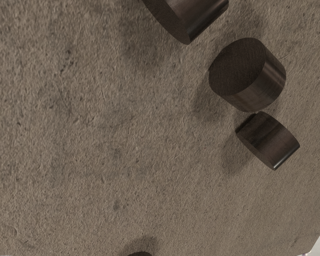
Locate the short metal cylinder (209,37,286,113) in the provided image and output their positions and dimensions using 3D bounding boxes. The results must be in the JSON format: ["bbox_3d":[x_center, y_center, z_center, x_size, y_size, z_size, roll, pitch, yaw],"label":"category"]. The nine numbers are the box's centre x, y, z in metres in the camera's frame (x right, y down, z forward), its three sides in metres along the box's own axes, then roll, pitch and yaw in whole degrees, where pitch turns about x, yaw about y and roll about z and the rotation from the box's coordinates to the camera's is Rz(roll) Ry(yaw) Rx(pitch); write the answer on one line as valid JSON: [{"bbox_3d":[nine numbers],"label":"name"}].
[{"bbox_3d":[0.109,-0.066,0.392,0.050,0.080,0.080,28,103,-38],"label":"short metal cylinder"}]

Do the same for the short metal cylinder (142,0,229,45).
[{"bbox_3d":[0.021,-0.129,0.304,0.050,0.080,0.080,-43,130,1],"label":"short metal cylinder"}]

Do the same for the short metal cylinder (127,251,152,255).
[{"bbox_3d":[-0.038,0.262,0.534,0.081,0.050,0.079,-14,125,-21],"label":"short metal cylinder"}]

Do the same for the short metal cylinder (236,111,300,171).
[{"bbox_3d":[0.164,0.020,0.476,0.050,0.080,0.080,-45,130,3],"label":"short metal cylinder"}]
